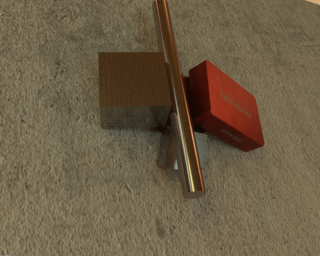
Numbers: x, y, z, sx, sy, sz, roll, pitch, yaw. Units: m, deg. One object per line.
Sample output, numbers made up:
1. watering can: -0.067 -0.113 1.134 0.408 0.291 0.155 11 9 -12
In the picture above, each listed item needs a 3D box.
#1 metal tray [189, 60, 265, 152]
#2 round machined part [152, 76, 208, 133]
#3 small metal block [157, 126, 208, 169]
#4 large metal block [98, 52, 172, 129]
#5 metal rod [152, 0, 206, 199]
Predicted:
1. metal tray: 0.097 -0.028 0.442 0.131 0.030 0.090 26 51 -38
2. round machined part: 0.034 -0.033 0.432 0.099 0.042 0.098 14 56 -21
3. small metal block: 0.028 0.028 0.390 0.050 0.025 0.050 14 81 -20
4. large metal block: -0.034 -0.047 0.386 0.081 0.050 0.080 -2 61 -9
5. metal rod: 0.018 -0.058 0.397 0.025 0.025 0.299 8 56 -24
